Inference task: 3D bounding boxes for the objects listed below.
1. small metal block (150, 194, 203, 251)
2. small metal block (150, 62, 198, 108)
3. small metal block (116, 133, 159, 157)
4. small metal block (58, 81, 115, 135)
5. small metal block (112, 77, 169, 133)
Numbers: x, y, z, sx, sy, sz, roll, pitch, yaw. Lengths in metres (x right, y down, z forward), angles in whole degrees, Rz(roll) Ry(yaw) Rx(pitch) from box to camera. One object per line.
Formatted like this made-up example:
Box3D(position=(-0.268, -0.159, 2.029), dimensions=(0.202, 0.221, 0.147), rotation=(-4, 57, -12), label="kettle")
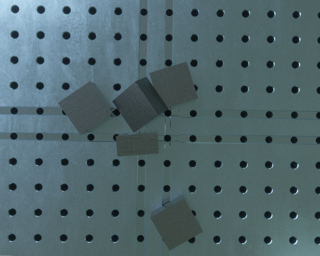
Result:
Box3D(position=(0.022, 0.125, 0.414), dimensions=(0.050, 0.025, 0.050), rotation=(-30, 90, -1), label="small metal block")
Box3D(position=(0.018, -0.055, 0.414), dimensions=(0.050, 0.025, 0.050), rotation=(-17, 90, -1), label="small metal block")
Box3D(position=(-0.028, 0.020, 0.401), dimensions=(0.050, 0.050, 0.025), rotation=(-4, 90, -1), label="small metal block")
Box3D(position=(-0.097, -0.026, 0.412), dimensions=(0.050, 0.025, 0.050), rotation=(-35, 90, 0), label="small metal block")
Box3D(position=(-0.026, -0.030, 0.400), dimensions=(0.050, 0.025, 0.050), rotation=(-34, 91, 39), label="small metal block")
